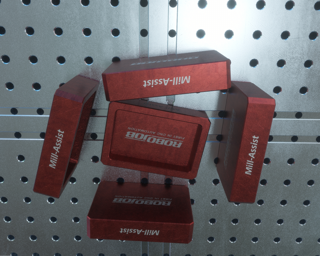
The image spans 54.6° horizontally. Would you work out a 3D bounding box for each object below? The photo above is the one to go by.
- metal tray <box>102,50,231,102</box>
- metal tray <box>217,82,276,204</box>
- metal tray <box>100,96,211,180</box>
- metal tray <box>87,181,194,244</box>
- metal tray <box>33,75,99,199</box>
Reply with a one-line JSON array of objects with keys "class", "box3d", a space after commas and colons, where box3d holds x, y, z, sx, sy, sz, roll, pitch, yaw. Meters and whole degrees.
[{"class": "metal tray", "box3d": [0.007, -0.062, 0.355, 0.131, 0.090, 0.030, -6, 110, 2]}, {"class": "metal tray", "box3d": [0.101, 0.015, 0.385, 0.030, 0.090, 0.129, 4, 110, -2]}, {"class": "metal tray", "box3d": [-0.007, 0.014, 0.415, 0.131, 0.030, 0.089, 10, 110, -4]}, {"class": "metal tray", "box3d": [-0.024, 0.111, 0.419, 0.131, 0.090, 0.030, 4, 110, -1]}, {"class": "metal tray", "box3d": [-0.113, 0.008, 0.381, 0.030, 0.090, 0.129, 17, 109, -6]}]
